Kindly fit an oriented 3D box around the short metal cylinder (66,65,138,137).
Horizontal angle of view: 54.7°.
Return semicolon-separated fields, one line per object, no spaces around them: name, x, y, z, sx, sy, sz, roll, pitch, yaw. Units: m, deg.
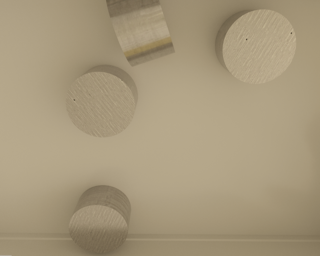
short metal cylinder;-0.069;-0.035;0.384;0.081;0.050;0.079;0;110;0

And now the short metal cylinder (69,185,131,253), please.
short metal cylinder;-0.084;0.130;0.445;0.081;0.050;0.079;0;110;0

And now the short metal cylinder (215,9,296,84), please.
short metal cylinder;0.109;-0.096;0.363;0.081;0.050;0.079;0;110;0

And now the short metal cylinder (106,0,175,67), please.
short metal cylinder;-0.020;-0.114;0.340;0.050;0.080;0.080;-18;109;6
